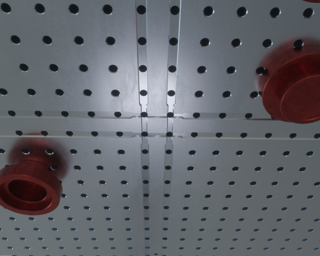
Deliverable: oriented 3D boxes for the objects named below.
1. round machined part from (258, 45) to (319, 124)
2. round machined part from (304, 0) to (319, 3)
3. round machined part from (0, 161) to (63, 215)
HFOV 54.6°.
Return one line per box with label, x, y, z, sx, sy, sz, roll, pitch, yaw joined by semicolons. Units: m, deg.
round machined part;0.171;-0.043;0.365;0.099;0.042;0.097;0;130;0
round machined part;0.142;-0.163;0.263;0.099;0.042;0.097;0;130;0
round machined part;-0.199;0.088;0.473;0.099;0.042;0.097;0;130;0
